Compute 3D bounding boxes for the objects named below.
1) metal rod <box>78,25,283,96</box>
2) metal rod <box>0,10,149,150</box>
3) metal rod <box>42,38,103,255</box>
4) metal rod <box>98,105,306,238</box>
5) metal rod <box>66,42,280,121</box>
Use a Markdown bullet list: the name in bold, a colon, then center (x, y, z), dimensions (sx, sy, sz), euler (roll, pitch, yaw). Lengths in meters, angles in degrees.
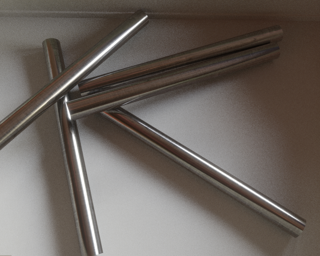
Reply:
- **metal rod**: center (0.033, -0.097, 0.444), dimensions (0.302, 0.025, 0.025), euler (-17, 71, -7)
- **metal rod**: center (-0.118, -0.067, 0.409), dimensions (0.025, 0.025, 0.301), euler (36, 65, 12)
- **metal rod**: center (-0.118, 0.012, 0.404), dimensions (0.025, 0.025, 0.299), euler (-15, 71, -5)
- **metal rod**: center (0.039, 0.042, 0.394), dimensions (0.301, 0.025, 0.025), euler (31, 73, 10)
- **metal rod**: center (0.027, -0.067, 0.417), dimensions (0.302, 0.025, 0.025), euler (-18, 71, -13)
